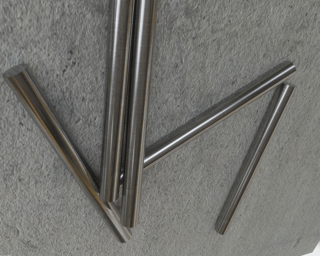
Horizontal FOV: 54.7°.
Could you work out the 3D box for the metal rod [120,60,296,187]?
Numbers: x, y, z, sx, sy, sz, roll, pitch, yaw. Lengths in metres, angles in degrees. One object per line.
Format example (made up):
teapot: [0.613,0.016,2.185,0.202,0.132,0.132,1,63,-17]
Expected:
metal rod: [0.065,-0.009,0.436,0.301,0.025,0.025,-32,129,-8]

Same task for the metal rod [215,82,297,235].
metal rod: [0.156,0.064,0.531,0.025,0.025,0.298,3,117,-30]

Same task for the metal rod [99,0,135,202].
metal rod: [-0.047,-0.047,0.338,0.025,0.025,0.298,-5,117,-26]

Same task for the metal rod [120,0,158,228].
metal rod: [-0.027,-0.011,0.364,0.025,0.025,0.298,-5,114,-26]

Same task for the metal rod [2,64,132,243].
metal rod: [-0.097,0.056,0.387,0.025,0.025,0.299,-29,128,-10]
